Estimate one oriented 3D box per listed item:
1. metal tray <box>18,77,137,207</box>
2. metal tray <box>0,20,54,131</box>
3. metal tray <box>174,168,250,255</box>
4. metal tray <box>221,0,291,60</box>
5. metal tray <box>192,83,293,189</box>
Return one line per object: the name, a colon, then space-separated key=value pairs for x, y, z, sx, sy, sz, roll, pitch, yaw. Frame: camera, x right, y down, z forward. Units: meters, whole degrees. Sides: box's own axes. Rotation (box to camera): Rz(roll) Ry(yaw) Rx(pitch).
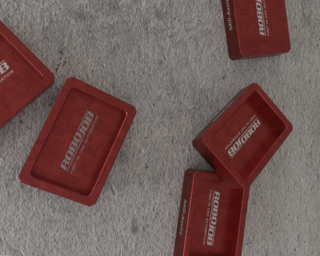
metal tray: x=-0.096 y=0.016 z=0.370 sx=0.090 sy=0.030 sz=0.130 roll=26 pitch=81 yaw=-18
metal tray: x=-0.194 y=-0.043 z=0.334 sx=0.130 sy=0.030 sz=0.090 roll=-46 pitch=105 yaw=-14
metal tray: x=0.073 y=0.126 z=0.433 sx=0.091 sy=0.030 sz=0.129 roll=9 pitch=87 yaw=-20
metal tray: x=0.140 y=-0.171 z=0.458 sx=0.091 sy=0.030 sz=0.129 roll=-10 pitch=94 yaw=-20
metal tray: x=0.118 y=0.010 z=0.430 sx=0.090 sy=0.030 sz=0.131 roll=49 pitch=65 yaw=-5
